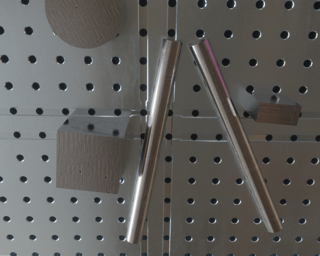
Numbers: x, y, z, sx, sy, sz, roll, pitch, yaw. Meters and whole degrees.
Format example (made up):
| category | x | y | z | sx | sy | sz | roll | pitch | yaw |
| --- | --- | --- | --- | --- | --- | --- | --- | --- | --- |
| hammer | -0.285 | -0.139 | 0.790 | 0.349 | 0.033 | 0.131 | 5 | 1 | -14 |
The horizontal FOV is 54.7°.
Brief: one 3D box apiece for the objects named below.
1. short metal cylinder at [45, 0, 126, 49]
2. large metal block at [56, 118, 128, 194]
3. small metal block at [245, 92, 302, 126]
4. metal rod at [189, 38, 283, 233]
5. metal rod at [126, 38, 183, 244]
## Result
| category | x | y | z | sx | sy | sz | roll | pitch | yaw |
| --- | --- | --- | --- | --- | --- | --- | --- | --- | --- |
| short metal cylinder | -0.081 | -0.133 | 0.350 | 0.081 | 0.050 | 0.079 | 0 | 110 | 0 |
| large metal block | -0.089 | 0.036 | 0.413 | 0.081 | 0.050 | 0.079 | 7 | 110 | -3 |
| small metal block | 0.141 | -0.025 | 0.392 | 0.050 | 0.050 | 0.025 | 5 | 110 | -2 |
| metal rod | 0.110 | 0.023 | 0.422 | 0.025 | 0.025 | 0.299 | -24 | 109 | 8 |
| metal rod | -0.012 | 0.031 | 0.424 | 0.025 | 0.025 | 0.298 | 10 | 110 | -4 |
